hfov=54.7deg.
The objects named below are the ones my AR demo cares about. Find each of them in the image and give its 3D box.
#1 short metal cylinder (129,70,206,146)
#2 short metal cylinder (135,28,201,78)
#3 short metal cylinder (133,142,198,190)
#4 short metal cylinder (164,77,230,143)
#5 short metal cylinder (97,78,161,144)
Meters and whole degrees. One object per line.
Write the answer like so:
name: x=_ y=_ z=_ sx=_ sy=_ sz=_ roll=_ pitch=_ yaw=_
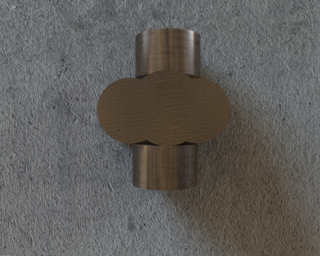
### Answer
short metal cylinder: x=0.008 y=-0.021 z=0.348 sx=0.081 sy=0.050 sz=0.079 roll=0 pitch=90 yaw=-1
short metal cylinder: x=0.010 y=-0.086 z=0.384 sx=0.081 sy=0.080 sz=0.050 roll=0 pitch=90 yaw=-1
short metal cylinder: x=0.006 y=0.044 z=0.384 sx=0.081 sy=0.080 sz=0.050 roll=0 pitch=90 yaw=-1
short metal cylinder: x=0.044 y=-0.022 z=0.399 sx=0.081 sy=0.050 sz=0.079 roll=0 pitch=90 yaw=-1
short metal cylinder: x=-0.036 y=-0.021 z=0.398 sx=0.081 sy=0.050 sz=0.079 roll=0 pitch=90 yaw=-1
